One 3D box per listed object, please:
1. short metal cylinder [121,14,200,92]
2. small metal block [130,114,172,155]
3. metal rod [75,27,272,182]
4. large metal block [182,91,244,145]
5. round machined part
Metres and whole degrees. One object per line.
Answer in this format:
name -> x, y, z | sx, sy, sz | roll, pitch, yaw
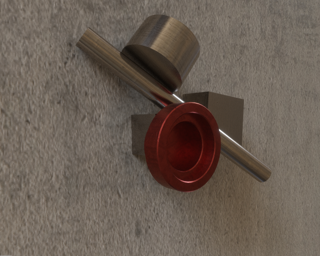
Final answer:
short metal cylinder -> 0.001, -0.087, 0.373 | 0.080, 0.080, 0.050 | 45, 63, -31
small metal block -> -0.011, 0.008, 0.383 | 0.025, 0.050, 0.050 | -3, 92, -40
metal rod -> 0.031, -0.017, 0.386 | 0.301, 0.025, 0.025 | 36, 67, -19
large metal block -> 0.077, -0.007, 0.458 | 0.081, 0.050, 0.080 | 6, 86, -40
round machined part -> 0.021, 0.020, 0.351 | 0.099, 0.042, 0.097 | -2, 93, -40
